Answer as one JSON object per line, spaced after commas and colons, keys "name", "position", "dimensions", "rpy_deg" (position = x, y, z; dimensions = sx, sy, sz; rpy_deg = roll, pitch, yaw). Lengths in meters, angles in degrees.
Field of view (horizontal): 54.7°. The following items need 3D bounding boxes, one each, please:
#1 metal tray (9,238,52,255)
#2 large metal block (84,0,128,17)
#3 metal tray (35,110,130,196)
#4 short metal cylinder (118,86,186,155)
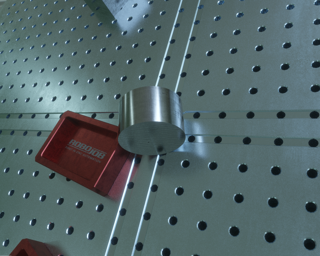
{"name": "metal tray", "position": [-0.149, 0.205, 0.357], "dimensions": [0.130, 0.030, 0.090], "rpy_deg": [31, 79, 38]}
{"name": "large metal block", "position": [-0.104, -0.276, 0.616], "dimensions": [0.080, 0.050, 0.080], "rpy_deg": [30, 78, 37]}
{"name": "metal tray", "position": [-0.109, 0.031, 0.442], "dimensions": [0.130, 0.030, 0.090], "rpy_deg": [16, 70, 34]}
{"name": "short metal cylinder", "position": [-0.011, -0.007, 0.383], "dimensions": [0.080, 0.080, 0.050], "rpy_deg": [-16, 55, 19]}
